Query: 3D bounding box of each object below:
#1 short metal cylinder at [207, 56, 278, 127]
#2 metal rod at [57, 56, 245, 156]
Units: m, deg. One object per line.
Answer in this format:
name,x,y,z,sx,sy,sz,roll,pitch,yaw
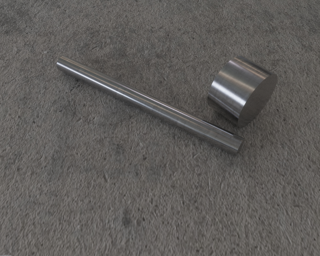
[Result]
short metal cylinder,0.108,-0.048,0.409,0.080,0.080,0.050,-36,59,-26
metal rod,-0.027,-0.039,0.435,0.300,0.025,0.025,27,55,20
